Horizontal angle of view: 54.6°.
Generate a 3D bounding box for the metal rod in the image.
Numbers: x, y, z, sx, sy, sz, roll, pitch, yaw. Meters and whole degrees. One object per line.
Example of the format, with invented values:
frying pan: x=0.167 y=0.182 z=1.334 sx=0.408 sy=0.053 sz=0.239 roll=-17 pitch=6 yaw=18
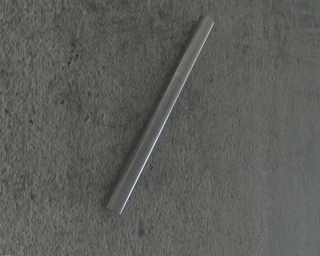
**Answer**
metal rod: x=0.006 y=-0.031 z=0.408 sx=0.025 sy=0.025 sz=0.300 roll=40 pitch=66 yaw=-33
